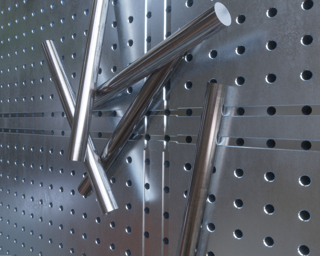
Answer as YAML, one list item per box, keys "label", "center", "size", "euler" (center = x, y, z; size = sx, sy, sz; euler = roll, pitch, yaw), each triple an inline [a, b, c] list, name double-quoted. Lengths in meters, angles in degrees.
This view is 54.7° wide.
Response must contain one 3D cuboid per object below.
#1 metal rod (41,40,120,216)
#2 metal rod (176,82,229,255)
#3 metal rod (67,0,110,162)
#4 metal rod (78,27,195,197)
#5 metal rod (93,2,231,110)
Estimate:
- label: "metal rod"
  center: [-0.129, -0.012, 0.477]
  size: [0.025, 0.025, 0.299]
  euler: [-38, 68, 33]
- label: "metal rod"
  center: [0.042, 0.095, 0.372]
  size: [0.025, 0.025, 0.298]
  euler: [15, 100, 38]
- label: "metal rod"
  center: [-0.100, -0.101, 0.455]
  size: [0.025, 0.025, 0.298]
  euler: [0, 80, 39]
- label: "metal rod"
  center: [-0.044, -0.007, 0.443]
  size: [0.025, 0.025, 0.298]
  euler: [50, 119, 28]
- label: "metal rod"
  center: [-0.035, -0.072, 0.409]
  size: [0.299, 0.025, 0.025]
  euler: [-22, 76, 46]
